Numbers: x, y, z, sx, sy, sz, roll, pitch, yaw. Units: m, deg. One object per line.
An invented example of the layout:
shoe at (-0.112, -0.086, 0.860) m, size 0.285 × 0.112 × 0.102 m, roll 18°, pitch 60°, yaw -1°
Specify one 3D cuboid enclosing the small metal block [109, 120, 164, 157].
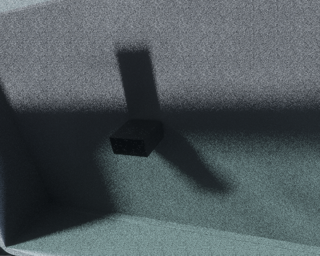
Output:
small metal block at (-0.030, 0.013, 0.410) m, size 0.050 × 0.050 × 0.025 m, roll 3°, pitch 120°, yaw 26°
